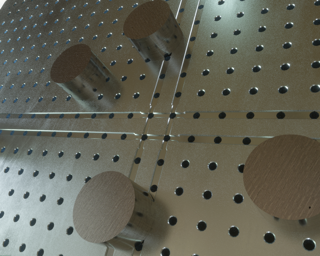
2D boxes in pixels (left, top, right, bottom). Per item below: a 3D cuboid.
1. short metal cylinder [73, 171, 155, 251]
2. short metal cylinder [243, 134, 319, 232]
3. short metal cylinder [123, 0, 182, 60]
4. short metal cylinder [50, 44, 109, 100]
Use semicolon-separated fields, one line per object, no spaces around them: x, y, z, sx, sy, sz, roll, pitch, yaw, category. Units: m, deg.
-0.052;0.097;0.361;0.080;0.050;0.080;-13;56;21;short metal cylinder
0.125;0.053;0.294;0.080;0.050;0.080;-13;56;21;short metal cylinder
-0.011;-0.155;0.493;0.080;0.050;0.080;-13;56;21;short metal cylinder
-0.134;-0.094;0.520;0.080;0.050;0.080;-13;56;21;short metal cylinder
